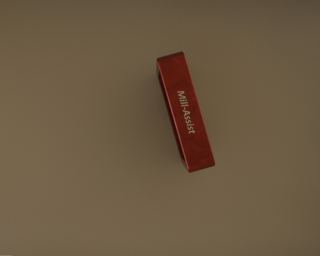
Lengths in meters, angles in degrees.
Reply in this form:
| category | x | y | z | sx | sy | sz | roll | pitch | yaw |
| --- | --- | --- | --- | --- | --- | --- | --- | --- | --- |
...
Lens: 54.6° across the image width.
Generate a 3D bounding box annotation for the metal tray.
| category | x | y | z | sx | sy | sz | roll | pitch | yaw |
| --- | --- | --- | --- | --- | --- | --- | --- | --- | --- |
| metal tray | 0.028 | -0.017 | 0.376 | 0.030 | 0.090 | 0.129 | -16 | 90 | -1 |
